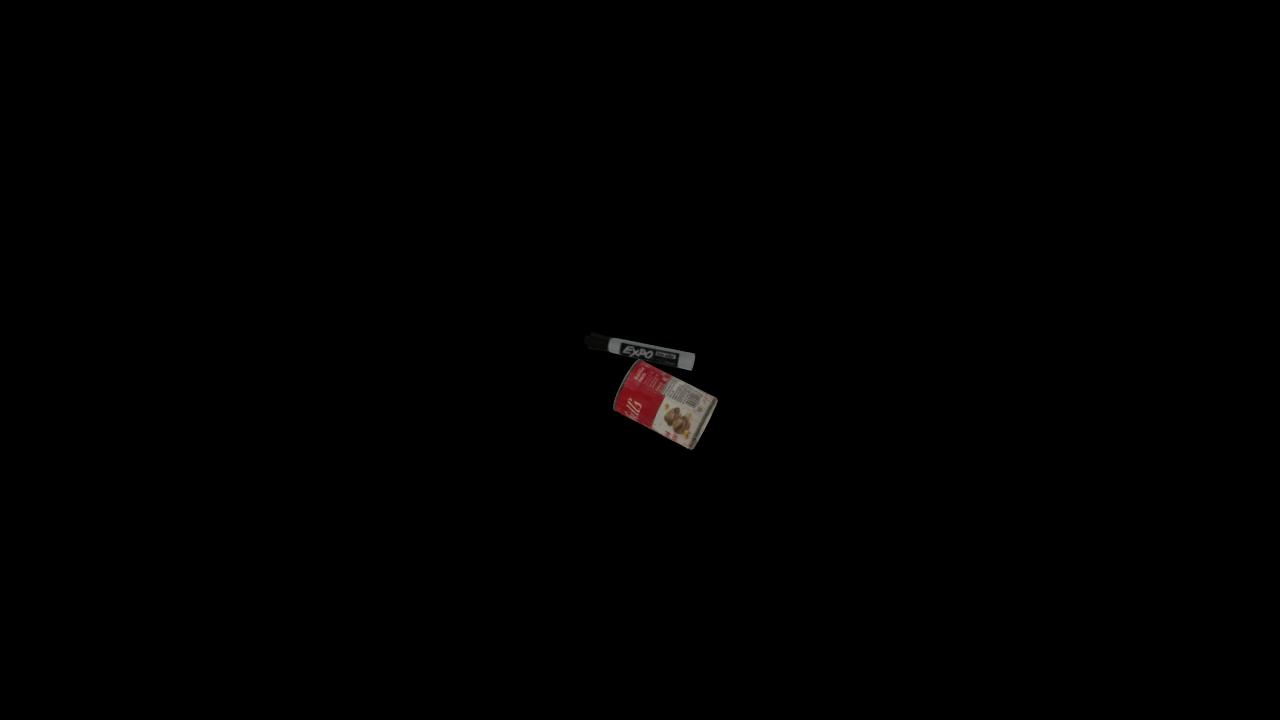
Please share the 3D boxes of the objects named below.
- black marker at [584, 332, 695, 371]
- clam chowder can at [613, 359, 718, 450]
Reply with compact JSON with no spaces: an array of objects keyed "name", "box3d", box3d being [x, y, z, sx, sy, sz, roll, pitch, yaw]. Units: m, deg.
[{"name":"black marker","box3d":[-0.002,-0.010,0.659,0.121,0.020,0.020,12,2,11]},{"name":"clam chowder can","box3d":[0.030,0.051,0.702,0.102,0.068,0.068,26,5,11]}]
